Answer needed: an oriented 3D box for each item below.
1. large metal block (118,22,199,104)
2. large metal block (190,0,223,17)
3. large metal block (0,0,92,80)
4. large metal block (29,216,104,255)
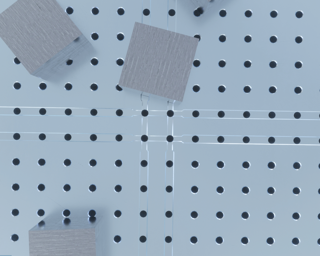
[{"bbox_3d":[-0.001,-0.080,0.401,0.080,0.050,0.080,15,90,0],"label":"large metal block"},{"bbox_3d":[0.065,-0.209,0.401,0.080,0.050,0.080,-39,90,0],"label":"large metal block"},{"bbox_3d":[-0.150,-0.121,0.400,0.080,0.050,0.080,-38,90,0],"label":"large metal block"},{"bbox_3d":[-0.117,0.163,0.400,0.080,0.050,0.080,-2,90,0],"label":"large metal block"}]
